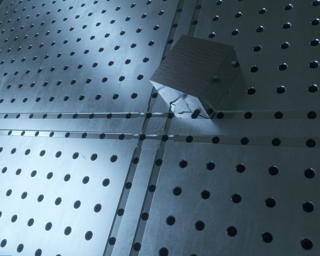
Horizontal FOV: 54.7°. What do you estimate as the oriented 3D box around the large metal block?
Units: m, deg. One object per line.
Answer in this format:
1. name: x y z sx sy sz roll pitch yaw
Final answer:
1. large metal block: 0.047 -0.069 0.409 0.080 0.050 0.080 26 76 36
